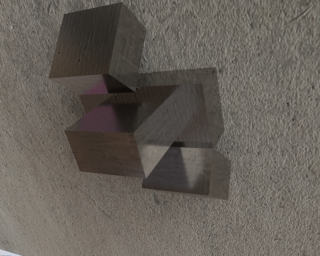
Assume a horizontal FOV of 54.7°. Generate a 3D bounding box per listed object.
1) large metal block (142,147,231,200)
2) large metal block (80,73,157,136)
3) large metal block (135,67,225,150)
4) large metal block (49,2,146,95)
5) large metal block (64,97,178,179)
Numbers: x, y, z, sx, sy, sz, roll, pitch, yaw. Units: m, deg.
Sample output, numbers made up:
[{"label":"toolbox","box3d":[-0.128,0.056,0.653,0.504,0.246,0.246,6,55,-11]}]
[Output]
[{"label":"large metal block","box3d":[0.036,0.056,0.380,0.080,0.080,0.050,1,75,27]},{"label":"large metal block","box3d":[-0.047,-0.022,0.399,0.080,0.050,0.079,1,119,27]},{"label":"large metal block","box3d":[0.025,-0.022,0.362,0.080,0.050,0.079,1,119,27]},{"label":"large metal block","box3d":[-0.068,-0.085,0.347,0.080,0.050,0.080,1,75,28]},{"label":"large metal block","box3d":[-0.037,0.006,0.331,0.080,0.080,0.050,1,119,27]}]
